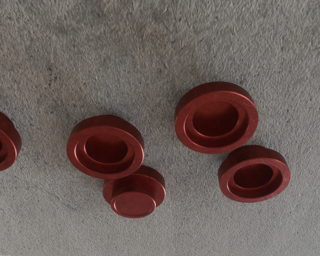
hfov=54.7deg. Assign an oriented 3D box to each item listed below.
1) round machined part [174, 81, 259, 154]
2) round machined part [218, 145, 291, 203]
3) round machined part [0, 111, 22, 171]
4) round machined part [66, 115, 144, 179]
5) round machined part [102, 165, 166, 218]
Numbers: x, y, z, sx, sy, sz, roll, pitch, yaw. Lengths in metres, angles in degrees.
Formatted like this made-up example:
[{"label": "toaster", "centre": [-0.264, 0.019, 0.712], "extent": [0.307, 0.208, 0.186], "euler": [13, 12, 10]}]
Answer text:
[{"label": "round machined part", "centre": [0.067, -0.017, 0.382], "extent": [0.099, 0.042, 0.097], "euler": [0, 130, 0]}, {"label": "round machined part", "centre": [0.133, 0.063, 0.450], "extent": [0.099, 0.042, 0.097], "euler": [0, 130, 0]}, {"label": "round machined part", "centre": [-0.230, 0.010, 0.402], "extent": [0.099, 0.042, 0.097], "euler": [0, 130, 0]}, {"label": "round machined part", "centre": [-0.070, 0.021, 0.413], "extent": [0.099, 0.042, 0.097], "euler": [0, 130, 0]}, {"label": "round machined part", "centre": [-0.041, 0.105, 0.485], "extent": [0.099, 0.042, 0.097], "euler": [0, 130, 0]}]
